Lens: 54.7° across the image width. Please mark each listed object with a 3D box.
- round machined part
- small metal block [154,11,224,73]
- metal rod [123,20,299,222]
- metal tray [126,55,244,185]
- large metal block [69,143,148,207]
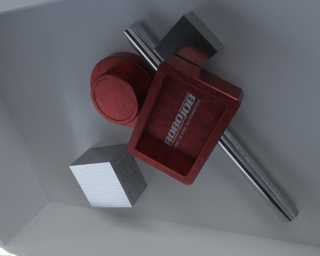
[{"bbox_3d":[-0.048,-0.043,0.395,0.098,0.042,0.097,13,124,20],"label":"round machined part"},{"bbox_3d":[0.031,-0.089,0.337,0.050,0.025,0.050,46,129,-4],"label":"small metal block"},{"bbox_3d":[0.065,-0.003,0.371,0.300,0.025,0.025,49,128,-7],"label":"metal rod"},{"bbox_3d":[0.024,-0.005,0.352,0.090,0.030,0.129,28,125,6],"label":"metal tray"},{"bbox_3d":[-0.078,0.075,0.478,0.080,0.050,0.080,-9,114,32],"label":"large metal block"}]
